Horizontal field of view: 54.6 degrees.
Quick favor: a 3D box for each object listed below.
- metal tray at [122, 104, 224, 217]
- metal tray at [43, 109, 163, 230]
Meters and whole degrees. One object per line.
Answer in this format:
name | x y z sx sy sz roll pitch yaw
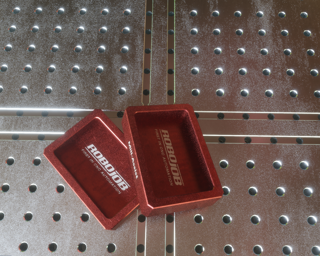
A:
metal tray | 0.011 0.033 0.371 0.091 0.030 0.130 -4 59 -20
metal tray | -0.069 0.050 0.390 0.090 0.030 0.130 -41 75 -14
